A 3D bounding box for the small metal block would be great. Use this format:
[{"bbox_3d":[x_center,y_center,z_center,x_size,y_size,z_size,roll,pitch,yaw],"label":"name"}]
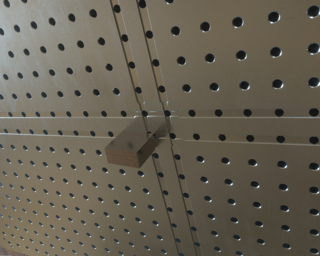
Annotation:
[{"bbox_3d":[-0.041,0.029,0.435,0.050,0.050,0.025,6,121,25],"label":"small metal block"}]
